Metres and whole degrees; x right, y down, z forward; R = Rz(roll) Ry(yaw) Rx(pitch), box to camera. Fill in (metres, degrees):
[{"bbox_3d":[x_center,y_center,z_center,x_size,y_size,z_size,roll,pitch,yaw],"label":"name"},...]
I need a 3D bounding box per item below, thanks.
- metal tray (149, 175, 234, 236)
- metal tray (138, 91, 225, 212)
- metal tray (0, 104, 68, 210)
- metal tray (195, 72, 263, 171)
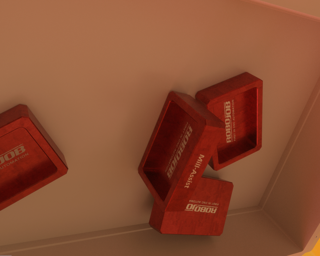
[{"bbox_3d":[0.053,0.118,0.485,0.131,0.030,0.090,16,86,-35],"label":"metal tray"},{"bbox_3d":[0.021,0.029,0.395,0.030,0.090,0.129,9,114,-33],"label":"metal tray"},{"bbox_3d":[-0.180,0.043,0.333,0.131,0.030,0.090,-30,129,-9],"label":"metal tray"},{"bbox_3d":[0.105,-0.007,0.458,0.091,0.030,0.129,-23,127,-14],"label":"metal tray"}]
